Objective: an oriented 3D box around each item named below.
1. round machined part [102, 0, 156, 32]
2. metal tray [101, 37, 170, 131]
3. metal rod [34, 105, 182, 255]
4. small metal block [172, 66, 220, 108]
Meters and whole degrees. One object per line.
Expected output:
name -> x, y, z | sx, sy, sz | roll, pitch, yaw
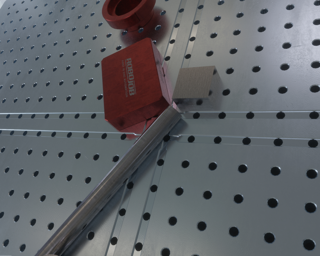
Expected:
round machined part -> -0.051, -0.213, 0.555 | 0.098, 0.042, 0.098 | -13, 56, 21
metal tray -> -0.040, -0.069, 0.469 | 0.090, 0.030, 0.130 | -21, 54, 15
metal rod -> -0.079, 0.089, 0.394 | 0.300, 0.025, 0.025 | -49, 51, -7
small metal block -> 0.049, -0.054, 0.416 | 0.050, 0.025, 0.050 | 1, 62, 28
